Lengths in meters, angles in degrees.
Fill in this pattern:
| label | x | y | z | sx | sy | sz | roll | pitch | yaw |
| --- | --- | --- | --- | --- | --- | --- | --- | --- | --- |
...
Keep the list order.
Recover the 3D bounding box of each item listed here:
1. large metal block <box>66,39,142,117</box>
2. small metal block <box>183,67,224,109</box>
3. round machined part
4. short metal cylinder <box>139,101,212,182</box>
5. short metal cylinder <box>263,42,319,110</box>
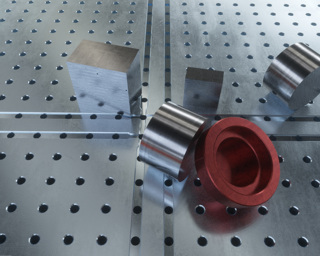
| label | x | y | z | sx | sy | sz | roll | pitch | yaw |
| --- | --- | --- | --- | --- | --- | --- | --- | --- | --- |
| large metal block | -0.073 | -0.068 | 0.428 | 0.080 | 0.080 | 0.050 | 13 | 51 | 10 |
| small metal block | 0.061 | -0.056 | 0.440 | 0.050 | 0.050 | 0.025 | 9 | 51 | 7 |
| round machined part | 0.081 | 0.040 | 0.346 | 0.099 | 0.042 | 0.098 | 9 | 67 | -22 |
| short metal cylinder | 0.019 | 0.015 | 0.359 | 0.050 | 0.080 | 0.080 | 26 | 54 | 20 |
| short metal cylinder | 0.194 | -0.072 | 0.435 | 0.081 | 0.080 | 0.050 | -24 | 54 | -19 |
